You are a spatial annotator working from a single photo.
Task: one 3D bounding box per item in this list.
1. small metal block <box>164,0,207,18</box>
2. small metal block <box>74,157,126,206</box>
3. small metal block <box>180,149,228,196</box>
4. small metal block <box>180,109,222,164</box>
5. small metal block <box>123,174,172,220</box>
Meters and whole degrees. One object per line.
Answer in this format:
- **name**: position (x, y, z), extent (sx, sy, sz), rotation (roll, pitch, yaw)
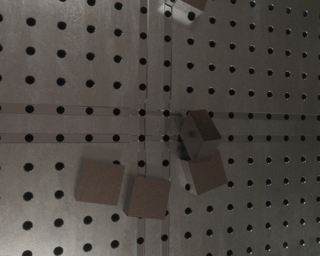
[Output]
- **small metal block**: position (0.040, -0.190, 0.428), extent (0.050, 0.025, 0.050), rotation (19, 84, -20)
- **small metal block**: position (-0.075, 0.067, 0.386), extent (0.050, 0.025, 0.050), rotation (13, 86, -20)
- **small metal block**: position (0.062, 0.061, 0.437), extent (0.050, 0.025, 0.050), rotation (-18, 96, -20)
- **small metal block**: position (0.052, 0.011, 0.409), extent (0.025, 0.050, 0.050), rotation (-8, 53, -20)
- **small metal block**: position (-0.017, 0.090, 0.408), extent (0.050, 0.025, 0.050), rotation (12, 86, -20)
